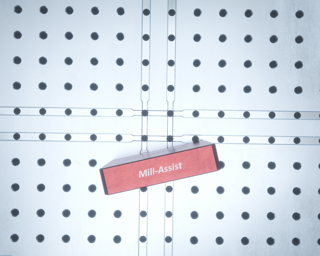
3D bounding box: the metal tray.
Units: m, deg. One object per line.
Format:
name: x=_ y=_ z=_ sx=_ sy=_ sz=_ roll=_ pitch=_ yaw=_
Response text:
metal tray: x=0.000 y=0.045 z=0.380 sx=0.131 sy=0.090 sz=0.030 roll=-12 pitch=90 yaw=0
